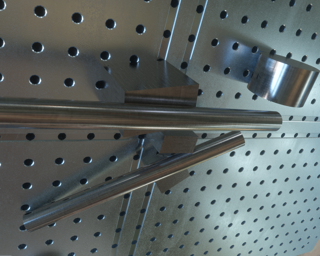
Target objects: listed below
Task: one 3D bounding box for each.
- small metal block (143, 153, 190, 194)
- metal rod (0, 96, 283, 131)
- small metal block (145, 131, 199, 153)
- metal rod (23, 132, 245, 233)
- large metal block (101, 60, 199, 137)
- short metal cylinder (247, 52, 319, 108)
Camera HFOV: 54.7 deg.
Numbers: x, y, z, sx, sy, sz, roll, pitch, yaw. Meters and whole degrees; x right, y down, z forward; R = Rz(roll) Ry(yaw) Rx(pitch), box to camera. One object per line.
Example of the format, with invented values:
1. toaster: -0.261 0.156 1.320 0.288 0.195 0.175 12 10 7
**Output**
1. small metal block: 0.011 0.061 0.454 0.050 0.025 0.050 -31 129 -8
2. metal rod: 0.007 -0.010 0.304 0.303 0.025 0.025 1 118 -29
3. small metal block: 0.014 0.009 0.408 0.050 0.050 0.025 2 117 -30
4. metal rod: -0.029 0.067 0.411 0.302 0.025 0.025 -21 127 -6
5. large metal block: -0.015 -0.037 0.344 0.081 0.080 0.050 -9 122 -24
6. short metal cylinder: 0.167 -0.068 0.425 0.081 0.080 0.050 1 118 -29
